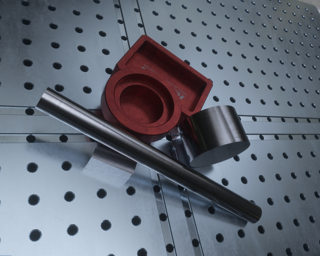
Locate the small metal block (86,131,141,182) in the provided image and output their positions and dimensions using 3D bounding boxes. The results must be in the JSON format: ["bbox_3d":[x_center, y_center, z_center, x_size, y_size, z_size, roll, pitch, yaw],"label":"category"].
[{"bbox_3d":[-0.052,0.028,0.364,0.050,0.025,0.050,25,53,-13],"label":"small metal block"}]

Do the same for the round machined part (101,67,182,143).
[{"bbox_3d":[-0.026,-0.025,0.389,0.099,0.042,0.098,12,57,-19],"label":"round machined part"}]

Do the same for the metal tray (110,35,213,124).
[{"bbox_3d":[0.006,-0.068,0.450,0.130,0.030,0.090,34,51,-6],"label":"metal tray"}]

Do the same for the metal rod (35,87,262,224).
[{"bbox_3d":[0.004,0.042,0.360,0.301,0.025,0.025,31,51,-20],"label":"metal rod"}]

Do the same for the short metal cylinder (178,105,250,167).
[{"bbox_3d":[0.069,0.012,0.403,0.081,0.080,0.050,-4,64,-30],"label":"short metal cylinder"}]
